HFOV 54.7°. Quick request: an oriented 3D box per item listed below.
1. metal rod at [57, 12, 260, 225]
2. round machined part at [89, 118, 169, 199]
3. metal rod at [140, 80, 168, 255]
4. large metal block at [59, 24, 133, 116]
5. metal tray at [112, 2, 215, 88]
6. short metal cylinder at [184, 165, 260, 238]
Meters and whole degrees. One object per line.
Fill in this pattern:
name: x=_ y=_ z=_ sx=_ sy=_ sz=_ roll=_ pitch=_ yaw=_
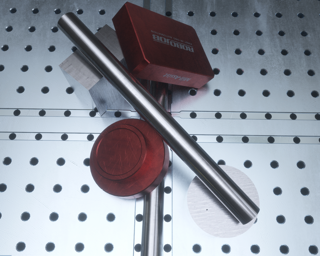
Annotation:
metal rod: x=-0.007 y=-0.016 z=0.342 sx=0.025 sy=0.025 sz=0.300 roll=-42 pitch=83 yaw=-14
round machined part: x=-0.041 y=0.033 z=0.373 sx=0.098 sy=0.042 sz=0.098 roll=-6 pitch=69 yaw=16
metal rod: x=-0.004 y=0.015 z=0.406 sx=0.025 sy=0.025 sz=0.299 roll=2 pitch=70 yaw=0
large metal block: x=-0.075 y=-0.073 z=0.409 sx=0.050 sy=0.080 sz=0.080 roll=40 pitch=75 yaw=13
metal tray: x=0.008 y=-0.104 z=0.405 sx=0.131 sy=0.030 sz=0.090 roll=1 pitch=62 yaw=-45
short metal cylinder: x=0.070 y=0.088 z=0.367 sx=0.081 sy=0.050 sz=0.080 roll=0 pitch=70 yaw=0
